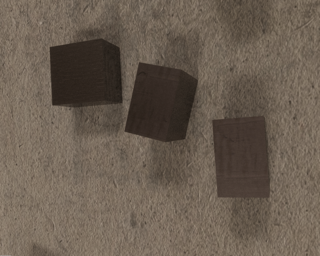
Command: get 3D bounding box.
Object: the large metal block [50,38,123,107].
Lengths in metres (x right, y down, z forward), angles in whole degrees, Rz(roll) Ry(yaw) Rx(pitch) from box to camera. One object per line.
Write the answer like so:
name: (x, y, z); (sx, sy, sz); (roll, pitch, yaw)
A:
large metal block: (-0.102, -0.073, 0.430); (0.080, 0.050, 0.079); (-3, 89, 19)

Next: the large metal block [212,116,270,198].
large metal block: (0.093, 0.029, 0.347); (0.050, 0.080, 0.079); (-4, 89, 20)

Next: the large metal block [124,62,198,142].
large metal block: (0.005, -0.029, 0.377); (0.050, 0.080, 0.079); (14, 95, 19)
